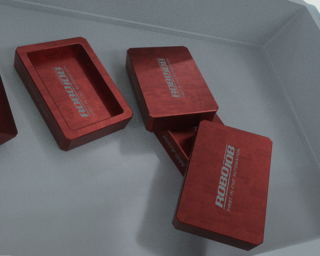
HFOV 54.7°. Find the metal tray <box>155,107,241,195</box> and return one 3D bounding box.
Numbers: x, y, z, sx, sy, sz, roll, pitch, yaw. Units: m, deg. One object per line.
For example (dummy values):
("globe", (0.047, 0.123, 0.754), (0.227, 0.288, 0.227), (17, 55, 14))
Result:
("metal tray", (0.050, 0.014, 0.423), (0.091, 0.030, 0.130), (-25, 76, -37))

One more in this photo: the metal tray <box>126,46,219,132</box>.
("metal tray", (0.012, -0.058, 0.416), (0.091, 0.030, 0.130), (-7, 52, -17))

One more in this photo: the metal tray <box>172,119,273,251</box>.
("metal tray", (0.074, 0.060, 0.353), (0.090, 0.030, 0.130), (16, 58, 3))

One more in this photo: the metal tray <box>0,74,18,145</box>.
("metal tray", (-0.193, -0.049, 0.292), (0.130, 0.030, 0.090), (65, 10, 18))

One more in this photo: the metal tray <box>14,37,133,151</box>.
("metal tray", (-0.104, -0.046, 0.375), (0.091, 0.030, 0.130), (-24, 75, -37))
